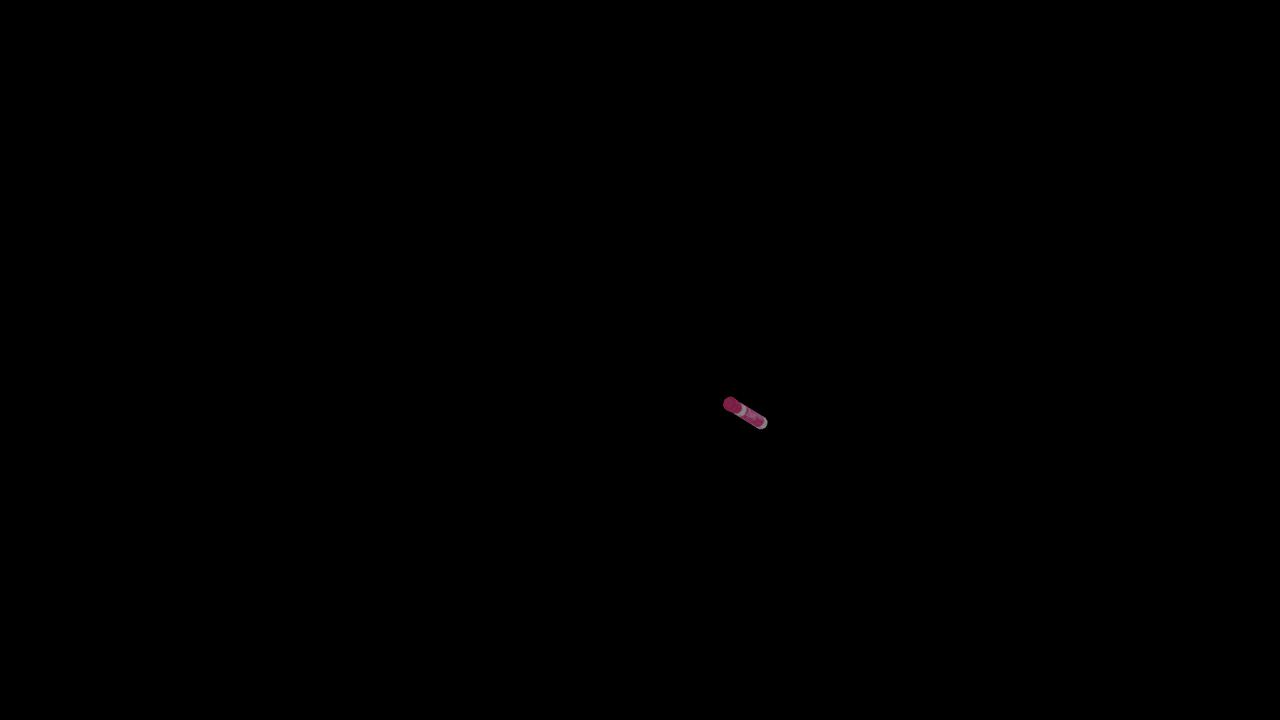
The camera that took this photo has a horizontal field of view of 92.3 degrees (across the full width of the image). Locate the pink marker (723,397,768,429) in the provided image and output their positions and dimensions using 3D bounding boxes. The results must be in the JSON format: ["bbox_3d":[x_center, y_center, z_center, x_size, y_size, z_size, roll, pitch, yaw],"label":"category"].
[{"bbox_3d":[0.142,0.072,0.825,0.020,0.020,0.121,0,-17,32],"label":"pink marker"}]
